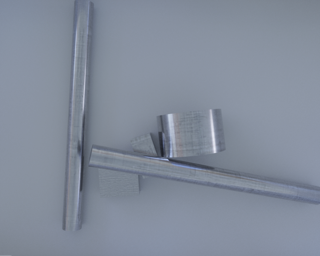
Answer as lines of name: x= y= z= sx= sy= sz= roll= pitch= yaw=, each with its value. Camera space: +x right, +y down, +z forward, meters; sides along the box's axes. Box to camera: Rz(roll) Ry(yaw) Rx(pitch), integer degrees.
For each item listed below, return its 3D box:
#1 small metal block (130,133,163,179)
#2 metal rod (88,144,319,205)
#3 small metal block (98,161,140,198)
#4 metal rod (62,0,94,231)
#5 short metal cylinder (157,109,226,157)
small metal block: x=-0.016 y=0.034 z=0.399 sx=0.025 sy=0.050 sz=0.050 roll=-19 pitch=90 yaw=0
metal rod: x=0.067 y=0.060 z=0.378 sx=0.302 sy=0.025 sz=0.025 roll=12 pitch=90 yaw=-14
small metal block: x=-0.053 y=0.063 z=0.411 sx=0.050 sy=0.025 sz=0.050 roll=-4 pitch=90 yaw=-1
metal rod: x=-0.108 y=-0.016 z=0.409 sx=0.025 sy=0.025 sz=0.298 roll=3 pitch=90 yaw=-1
short metal cylinder: x=0.038 y=0.006 z=0.384 sx=0.081 sy=0.080 sz=0.050 roll=-6 pitch=90 yaw=0
